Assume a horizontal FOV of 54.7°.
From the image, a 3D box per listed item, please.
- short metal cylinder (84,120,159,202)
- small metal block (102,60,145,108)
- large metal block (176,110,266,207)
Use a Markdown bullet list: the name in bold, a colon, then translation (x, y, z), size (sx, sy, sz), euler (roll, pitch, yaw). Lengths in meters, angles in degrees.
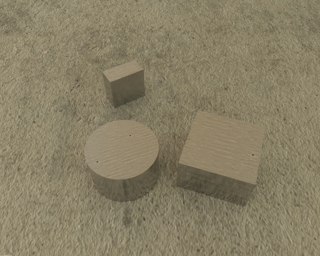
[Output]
- **short metal cylinder**: translation (-0.041, 0.037, 0.355), size (0.081, 0.050, 0.080), euler (0, 50, 0)
- **small metal block**: translation (-0.050, -0.062, 0.439), size (0.050, 0.050, 0.025), euler (-25, 55, -20)
- **large metal block**: translation (0.070, 0.033, 0.359), size (0.080, 0.050, 0.080), euler (15, 52, 12)
